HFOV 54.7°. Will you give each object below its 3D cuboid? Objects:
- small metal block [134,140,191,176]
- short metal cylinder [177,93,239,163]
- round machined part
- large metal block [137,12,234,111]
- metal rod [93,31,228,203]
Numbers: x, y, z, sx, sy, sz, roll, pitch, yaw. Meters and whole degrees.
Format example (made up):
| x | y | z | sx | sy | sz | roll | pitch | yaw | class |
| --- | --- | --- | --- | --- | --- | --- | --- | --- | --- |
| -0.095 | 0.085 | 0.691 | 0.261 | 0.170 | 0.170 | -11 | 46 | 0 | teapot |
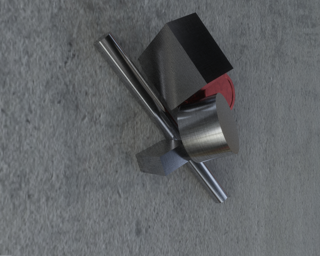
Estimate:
| x | y | z | sx | sy | sz | roll | pitch | yaw | class |
| --- | --- | --- | --- | --- | --- | --- | --- | --- | --- |
| 0.005 | 0.036 | 0.397 | 0.050 | 0.050 | 0.025 | -27 | 107 | -38 | small metal block |
| 0.063 | 0.000 | 0.397 | 0.080 | 0.050 | 0.080 | 43 | 39 | -47 | short metal cylinder |
| 0.074 | -0.049 | 0.459 | 0.099 | 0.042 | 0.097 | 0 | 90 | -40 | round machined part |
| 0.028 | -0.079 | 0.382 | 0.050 | 0.080 | 0.080 | -33 | 89 | -34 | large metal block |
| 0.015 | 0.003 | 0.421 | 0.025 | 0.025 | 0.300 | -53 | 121 | -27 | metal rod |
